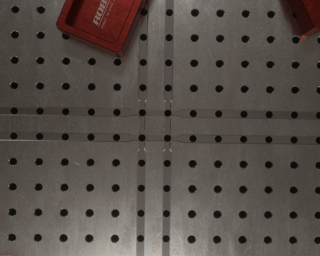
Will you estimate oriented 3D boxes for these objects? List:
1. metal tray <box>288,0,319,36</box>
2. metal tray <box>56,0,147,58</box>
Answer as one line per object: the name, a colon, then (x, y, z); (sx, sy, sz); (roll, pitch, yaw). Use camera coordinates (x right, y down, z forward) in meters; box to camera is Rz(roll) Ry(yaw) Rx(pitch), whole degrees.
metal tray: (0.241, -0.193, 0.414); (0.131, 0.030, 0.090); (-25, 90, -1)
metal tray: (-0.068, -0.171, 0.409); (0.090, 0.030, 0.129); (23, 90, -1)
